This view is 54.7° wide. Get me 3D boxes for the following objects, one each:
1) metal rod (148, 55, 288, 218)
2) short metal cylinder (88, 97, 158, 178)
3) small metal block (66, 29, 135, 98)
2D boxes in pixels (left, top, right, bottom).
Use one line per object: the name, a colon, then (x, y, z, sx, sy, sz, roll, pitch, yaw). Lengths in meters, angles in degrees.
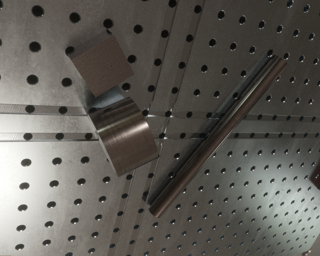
metal rod: (0.083, 0.018, 0.469, 0.025, 0.025, 0.299, 32, 101, -39)
short metal cylinder: (-0.043, 0.010, 0.360, 0.050, 0.080, 0.080, -26, 128, -13)
small metal block: (-0.063, -0.070, 0.335, 0.050, 0.025, 0.050, -33, 129, -7)
